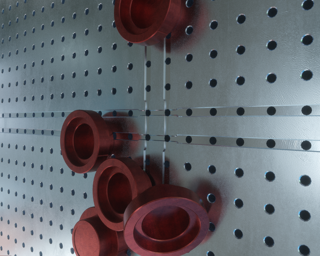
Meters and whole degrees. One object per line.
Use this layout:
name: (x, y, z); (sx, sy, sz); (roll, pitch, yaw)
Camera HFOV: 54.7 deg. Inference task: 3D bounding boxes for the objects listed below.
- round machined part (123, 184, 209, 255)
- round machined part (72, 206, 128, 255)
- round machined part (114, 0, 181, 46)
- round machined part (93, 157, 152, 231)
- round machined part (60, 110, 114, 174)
round machined part: (0.005, 0.106, 0.368); (0.097, 0.099, 0.042); (-61, 21, 22)
round machined part: (-0.098, 0.171, 0.477); (0.098, 0.042, 0.097); (0, 90, 39)
round machined part: (-0.011, -0.156, 0.406); (0.098, 0.042, 0.097); (0, 90, 39)
round machined part: (-0.048, 0.090, 0.433); (0.098, 0.042, 0.097); (-2, 87, 43)
round machined part: (-0.111, 0.021, 0.487); (0.098, 0.042, 0.097); (0, 90, 39)
